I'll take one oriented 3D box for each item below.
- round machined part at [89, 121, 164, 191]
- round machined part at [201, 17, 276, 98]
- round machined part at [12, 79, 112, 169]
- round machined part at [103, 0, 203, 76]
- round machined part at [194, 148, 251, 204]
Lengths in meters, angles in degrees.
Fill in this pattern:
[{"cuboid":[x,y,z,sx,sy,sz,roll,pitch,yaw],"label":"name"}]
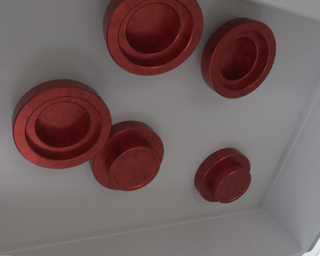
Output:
[{"cuboid":[-0.039,0.043,0.403,0.099,0.042,0.097,-14,124,-21],"label":"round machined part"},{"cuboid":[0.094,-0.090,0.393,0.099,0.042,0.097,-14,124,-21],"label":"round machined part"},{"cuboid":[-0.106,-0.007,0.335,0.099,0.042,0.097,-14,124,-21],"label":"round machined part"},{"cuboid":[-0.009,-0.105,0.316,0.099,0.042,0.097,-13,139,-12],"label":"round machined part"},{"cuboid":[0.110,0.085,0.510,0.099,0.042,0.097,-14,124,-21],"label":"round machined part"}]
